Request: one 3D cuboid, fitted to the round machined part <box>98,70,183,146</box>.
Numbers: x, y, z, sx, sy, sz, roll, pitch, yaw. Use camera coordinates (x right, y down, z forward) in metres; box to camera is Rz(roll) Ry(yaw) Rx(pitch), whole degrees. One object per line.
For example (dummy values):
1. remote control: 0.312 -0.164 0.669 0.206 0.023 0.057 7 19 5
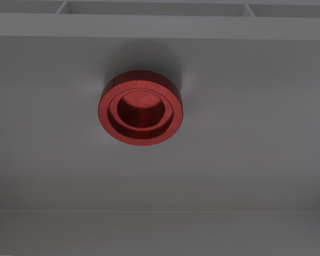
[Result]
1. round machined part: -0.022 -0.028 0.374 0.099 0.042 0.097 0 130 0
